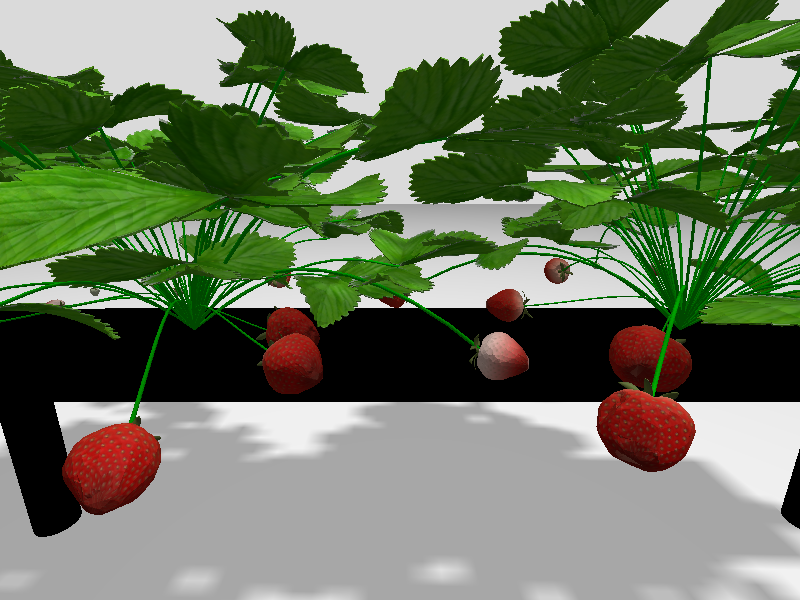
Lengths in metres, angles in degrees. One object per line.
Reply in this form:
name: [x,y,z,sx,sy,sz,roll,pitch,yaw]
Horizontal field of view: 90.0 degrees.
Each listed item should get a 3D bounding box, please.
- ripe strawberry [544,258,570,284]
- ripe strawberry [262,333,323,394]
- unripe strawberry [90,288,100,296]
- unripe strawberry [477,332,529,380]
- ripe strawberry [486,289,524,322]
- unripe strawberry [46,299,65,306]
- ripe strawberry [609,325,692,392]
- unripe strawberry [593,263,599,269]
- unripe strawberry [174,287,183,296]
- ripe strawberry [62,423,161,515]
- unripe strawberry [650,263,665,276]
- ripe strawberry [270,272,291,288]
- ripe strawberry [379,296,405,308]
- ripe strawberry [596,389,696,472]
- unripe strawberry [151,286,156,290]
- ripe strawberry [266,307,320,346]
ripe strawberry: [0.215,-0.041,0.556,0.034,0.036,0.037,-3,7,-12]
ripe strawberry: [-0.065,0.042,0.251,0.040,0.039,0.037,15,21,41]
unripe strawberry: [-0.337,-0.009,0.443,0.010,0.010,0.009,8,17,27]
unripe strawberry: [0.070,0.039,0.271,0.034,0.033,0.031,11,18,18]
ripe strawberry: [0.102,0.005,0.391,0.035,0.030,0.035,2,16,9]
unripe strawberry: [-0.358,0.007,0.415,0.017,0.014,0.017,4,16,16]
ripe strawberry: [0.156,0.038,0.253,0.046,0.039,0.046,13,21,40]
unripe strawberry: [0.290,-0.050,0.593,0.009,0.010,0.010,2,16,7]
unripe strawberry: [-0.268,-0.010,0.484,0.010,0.011,0.011,-10,-22,-32]
ripe strawberry: [-0.115,0.069,0.160,0.033,0.034,0.036,-5,17,-19]
unripe strawberry: [0.379,-0.046,0.588,0.022,0.022,0.019,8,17,27]
ripe strawberry: [-0.160,-0.035,0.534,0.034,0.036,0.037,3,15,9]
ripe strawberry: [-0.009,-0.007,0.434,0.031,0.031,0.034,0,15,15]
ripe strawberry: [0.110,0.061,0.183,0.039,0.035,0.035,12,37,37]
unripe strawberry: [-0.302,-0.018,0.493,0.011,0.011,0.011,-13,20,-39]
ripe strawberry: [-0.079,0.026,0.296,0.039,0.041,0.036,10,18,31]
